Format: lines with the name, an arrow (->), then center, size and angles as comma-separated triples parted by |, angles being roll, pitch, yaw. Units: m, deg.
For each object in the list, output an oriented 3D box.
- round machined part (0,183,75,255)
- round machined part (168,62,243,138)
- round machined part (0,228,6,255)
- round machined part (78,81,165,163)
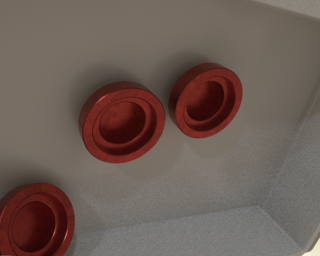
round machined part -> -0.153, 0.115, 0.363 | 0.042, 0.098, 0.098 | -12, 139, 33
round machined part -> 0.055, -0.039, 0.403 | 0.099, 0.042, 0.097 | -14, 124, -21
round machined part -> -0.227, 0.141, 0.337 | 0.099, 0.098, 0.042 | 23, 144, -37
round machined part -> -0.047, -0.010, 0.366 | 0.099, 0.042, 0.097 | -14, 124, -21
